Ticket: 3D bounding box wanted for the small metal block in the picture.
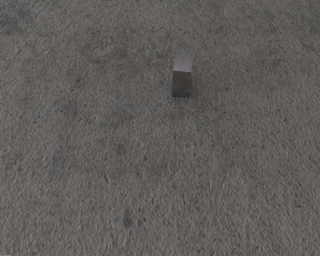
[{"bbox_3d":[0.033,-0.080,0.454,0.025,0.050,0.050,6,50,5],"label":"small metal block"}]
